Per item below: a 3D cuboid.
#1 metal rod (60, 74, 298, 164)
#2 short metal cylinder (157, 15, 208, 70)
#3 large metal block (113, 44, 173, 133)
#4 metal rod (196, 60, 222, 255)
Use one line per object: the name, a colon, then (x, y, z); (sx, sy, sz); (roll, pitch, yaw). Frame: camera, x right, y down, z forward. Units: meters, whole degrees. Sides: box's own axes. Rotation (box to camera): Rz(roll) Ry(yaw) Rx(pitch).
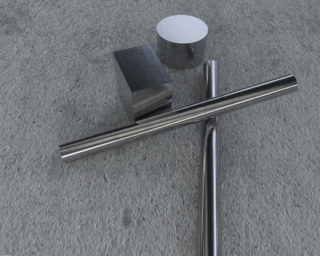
metal rod: (0.026, -0.013, 0.387); (0.302, 0.025, 0.025); (-17, 52, -4)
short metal cylinder: (0.035, -0.141, 0.506); (0.081, 0.050, 0.080); (0, 50, 0)
large metal block: (-0.023, -0.050, 0.410); (0.050, 0.080, 0.080); (-17, 52, -13)
metal rod: (0.063, 0.018, 0.388); (0.025, 0.025, 0.300); (5, 50, 4)
